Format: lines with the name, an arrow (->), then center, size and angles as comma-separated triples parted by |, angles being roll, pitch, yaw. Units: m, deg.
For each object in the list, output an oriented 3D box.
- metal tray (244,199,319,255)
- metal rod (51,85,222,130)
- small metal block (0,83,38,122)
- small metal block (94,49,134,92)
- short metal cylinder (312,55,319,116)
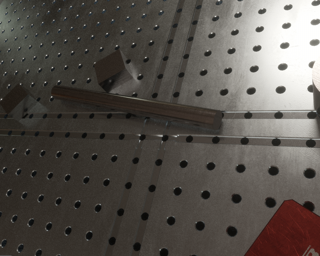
metal tray -> 0.112, 0.139, 0.261 | 0.090, 0.030, 0.130 | 34, 80, 38
metal rod -> -0.054, -0.036, 0.456 | 0.300, 0.025, 0.025 | 12, 68, 32
small metal block -> -0.261, -0.048, 0.572 | 0.050, 0.025, 0.050 | -47, 52, -5
small metal block -> -0.076, -0.093, 0.503 | 0.050, 0.025, 0.050 | -28, 52, 10
short metal cylinder -> 0.200, -0.044, 0.314 | 0.080, 0.050, 0.080 | -13, 56, 20
